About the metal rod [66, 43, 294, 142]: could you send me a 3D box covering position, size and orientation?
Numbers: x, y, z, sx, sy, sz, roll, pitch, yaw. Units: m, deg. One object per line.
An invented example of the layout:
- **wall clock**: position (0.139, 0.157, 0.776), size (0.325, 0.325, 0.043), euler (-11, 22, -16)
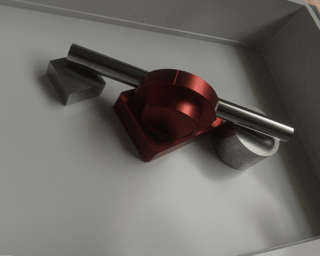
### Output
- **metal rod**: position (0.033, -0.041, 0.396), size (0.302, 0.025, 0.025), euler (19, 54, -10)

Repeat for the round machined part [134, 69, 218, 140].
- **round machined part**: position (0.016, -0.021, 0.363), size (0.099, 0.098, 0.042), euler (25, 61, -14)

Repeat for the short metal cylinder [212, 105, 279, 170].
- **short metal cylinder**: position (0.123, 0.014, 0.448), size (0.081, 0.050, 0.080), euler (14, 56, -21)

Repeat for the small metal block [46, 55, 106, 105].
- **small metal block**: position (-0.104, -0.062, 0.386), size (0.050, 0.025, 0.050), euler (-25, 75, -37)

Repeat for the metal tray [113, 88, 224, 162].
- **metal tray**: position (0.014, -0.019, 0.420), size (0.131, 0.030, 0.090), euler (-21, 73, -36)
